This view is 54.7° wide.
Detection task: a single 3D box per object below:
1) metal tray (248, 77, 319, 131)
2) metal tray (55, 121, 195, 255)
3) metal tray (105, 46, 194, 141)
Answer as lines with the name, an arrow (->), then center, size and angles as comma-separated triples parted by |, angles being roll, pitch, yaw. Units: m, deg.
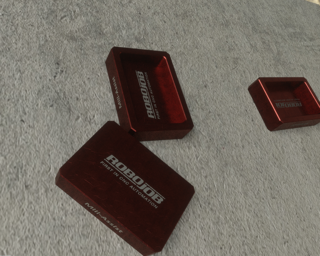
metal tray -> 0.228, -0.045, 0.550 | 0.131, 0.030, 0.090 | -6, 65, -31
metal tray -> -0.035, 0.064, 0.343 | 0.130, 0.030, 0.090 | 40, 51, -1
metal tray -> -0.016, -0.047, 0.420 | 0.091, 0.030, 0.130 | -2, 63, -29
